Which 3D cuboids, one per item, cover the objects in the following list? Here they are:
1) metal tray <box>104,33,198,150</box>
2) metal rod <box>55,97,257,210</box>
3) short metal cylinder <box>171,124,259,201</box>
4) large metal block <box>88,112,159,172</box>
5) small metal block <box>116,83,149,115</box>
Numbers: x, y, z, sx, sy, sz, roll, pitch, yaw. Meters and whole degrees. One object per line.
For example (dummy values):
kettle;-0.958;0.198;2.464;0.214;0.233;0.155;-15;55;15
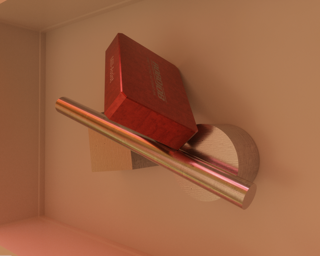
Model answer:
metal tray;-0.013;-0.044;0.340;0.030;0.090;0.130;-48;32;28
metal rod;-0.031;0.013;0.363;0.300;0.025;0.025;23;105;37
short metal cylinder;0.060;0.035;0.338;0.080;0.050;0.079;0;90;39
large metal block;-0.053;0.017;0.430;0.080;0.050;0.080;-10;84;39
small metal block;-0.029;-0.044;0.383;0.050;0.025;0.050;-3;52;13
